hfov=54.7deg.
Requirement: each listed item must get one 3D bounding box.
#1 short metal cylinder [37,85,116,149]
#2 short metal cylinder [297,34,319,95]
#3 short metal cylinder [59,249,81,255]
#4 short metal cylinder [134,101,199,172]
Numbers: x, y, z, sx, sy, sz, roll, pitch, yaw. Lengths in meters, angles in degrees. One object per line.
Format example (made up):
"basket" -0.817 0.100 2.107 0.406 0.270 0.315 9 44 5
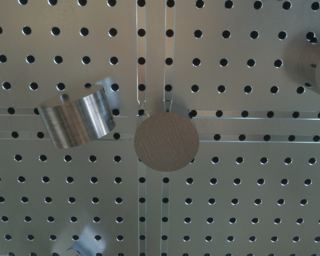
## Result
"short metal cylinder" -0.100 -0.016 0.377 0.080 0.080 0.050 -14 110 5
"short metal cylinder" 0.217 -0.075 0.375 0.081 0.050 0.079 0 110 -1
"short metal cylinder" -0.141 0.233 0.468 0.080 0.080 0.050 -35 107 11
"short metal cylinder" 0.008 0.010 0.404 0.081 0.050 0.079 0 110 0
